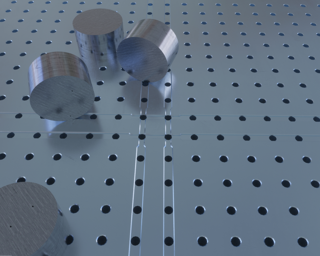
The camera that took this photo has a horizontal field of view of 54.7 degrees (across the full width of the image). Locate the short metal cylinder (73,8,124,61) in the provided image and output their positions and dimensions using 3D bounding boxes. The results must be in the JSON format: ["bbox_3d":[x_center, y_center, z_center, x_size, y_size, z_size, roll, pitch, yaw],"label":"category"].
[{"bbox_3d":[-0.101,-0.158,0.523,0.081,0.050,0.080,0,50,0],"label":"short metal cylinder"}]

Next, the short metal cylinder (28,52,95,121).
[{"bbox_3d":[-0.133,-0.055,0.416,0.081,0.080,0.050,-14,52,-12],"label":"short metal cylinder"}]

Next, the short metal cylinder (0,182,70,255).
[{"bbox_3d":[-0.136,0.101,0.305,0.081,0.050,0.080,0,50,0],"label":"short metal cylinder"}]

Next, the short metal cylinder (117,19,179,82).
[{"bbox_3d":[-0.018,-0.116,0.470,0.080,0.080,0.050,16,52,13],"label":"short metal cylinder"}]
